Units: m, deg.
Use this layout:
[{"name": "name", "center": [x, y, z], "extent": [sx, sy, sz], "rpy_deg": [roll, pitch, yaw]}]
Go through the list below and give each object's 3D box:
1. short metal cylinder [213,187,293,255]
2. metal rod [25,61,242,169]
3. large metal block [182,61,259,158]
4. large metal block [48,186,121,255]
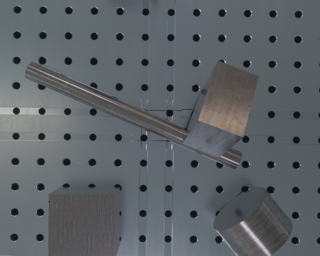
[{"name": "short metal cylinder", "center": [0.114, 0.119, 0.387], "extent": [0.080, 0.080, 0.050], "rpy_deg": [-39, 90, 0]}, {"name": "metal rod", "center": [-0.034, -0.017, 0.412], "extent": [0.301, 0.025, 0.025], "rpy_deg": [24, 90, 0]}, {"name": "large metal block", "center": [0.071, -0.019, 0.374], "extent": [0.050, 0.080, 0.080], "rpy_deg": [21, 68, 0]}, {"name": "large metal block", "center": [-0.095, 0.120, 0.400], "extent": [0.081, 0.050, 0.080], "rpy_deg": [0, 90, 0]}]
